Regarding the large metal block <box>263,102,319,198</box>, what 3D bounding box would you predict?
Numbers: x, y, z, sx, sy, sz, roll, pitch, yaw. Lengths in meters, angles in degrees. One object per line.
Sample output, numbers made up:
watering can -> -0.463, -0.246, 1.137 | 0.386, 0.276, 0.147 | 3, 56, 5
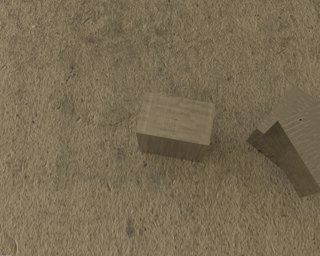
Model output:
large metal block -> 0.174, 0.019, 0.336 | 0.080, 0.050, 0.080 | -23, 72, -8

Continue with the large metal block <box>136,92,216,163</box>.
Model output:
large metal block -> 0.018, 0.002, 0.378 | 0.080, 0.080, 0.050 | 10, 71, 3

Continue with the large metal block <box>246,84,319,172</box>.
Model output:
large metal block -> 0.172, 0.006, 0.394 | 0.080, 0.050, 0.080 | 40, 75, 13
